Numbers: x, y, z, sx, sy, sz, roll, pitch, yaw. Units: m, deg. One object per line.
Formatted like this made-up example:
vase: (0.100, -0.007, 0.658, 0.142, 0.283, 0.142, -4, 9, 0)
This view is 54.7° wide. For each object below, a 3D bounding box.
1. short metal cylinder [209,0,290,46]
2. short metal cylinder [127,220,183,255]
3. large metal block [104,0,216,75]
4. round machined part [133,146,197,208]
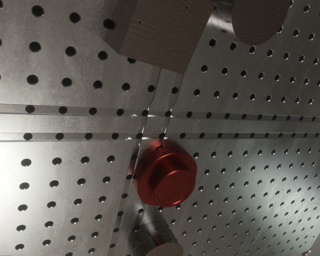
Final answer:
short metal cylinder: (0.103, -0.143, 0.364, 0.081, 0.050, 0.079, -14, 124, -21)
short metal cylinder: (-0.008, 0.202, 0.517, 0.081, 0.050, 0.079, -14, 124, -21)
large metal block: (-0.002, -0.111, 0.327, 0.081, 0.050, 0.079, 11, 113, -33)
round machined part: (0.013, 0.078, 0.458, 0.099, 0.042, 0.097, -14, 124, -21)
